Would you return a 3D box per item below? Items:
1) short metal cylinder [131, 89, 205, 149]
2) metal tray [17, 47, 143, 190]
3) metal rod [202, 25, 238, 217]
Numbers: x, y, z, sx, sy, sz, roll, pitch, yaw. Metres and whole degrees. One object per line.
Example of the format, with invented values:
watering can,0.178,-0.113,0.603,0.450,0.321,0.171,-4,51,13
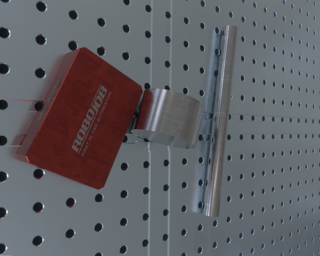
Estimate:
short metal cylinder,0.010,-0.009,0.381,0.080,0.080,0.050,24,75,-38
metal tray,-0.081,-0.009,0.338,0.090,0.030,0.130,32,70,-35
metal rod,0.096,-0.014,0.488,0.025,0.025,0.298,12,82,-39
